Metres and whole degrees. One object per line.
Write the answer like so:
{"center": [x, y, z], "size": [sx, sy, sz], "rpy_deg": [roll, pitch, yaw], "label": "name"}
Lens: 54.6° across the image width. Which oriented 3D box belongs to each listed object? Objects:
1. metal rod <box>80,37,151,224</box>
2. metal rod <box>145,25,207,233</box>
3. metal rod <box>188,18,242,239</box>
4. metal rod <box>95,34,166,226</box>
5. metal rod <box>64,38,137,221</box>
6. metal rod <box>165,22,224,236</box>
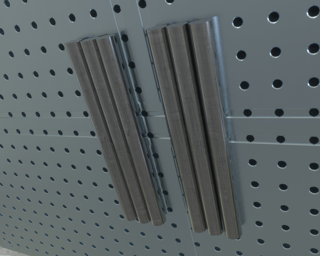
{"center": [-0.056, 0.020, 0.453], "size": [0.025, 0.025, 0.298], "rpy_deg": [1, 119, 28], "label": "metal rod"}
{"center": [0.028, 0.019, 0.408], "size": [0.025, 0.025, 0.298], "rpy_deg": [1, 119, 28], "label": "metal rod"}
{"center": [0.074, 0.021, 0.384], "size": [0.025, 0.025, 0.298], "rpy_deg": [1, 119, 28], "label": "metal rod"}
{"center": [-0.034, 0.020, 0.441], "size": [0.025, 0.025, 0.298], "rpy_deg": [1, 119, 28], "label": "metal rod"}
{"center": [-0.079, 0.019, 0.465], "size": [0.025, 0.025, 0.298], "rpy_deg": [1, 119, 28], "label": "metal rod"}
{"center": [0.050, 0.020, 0.397], "size": [0.025, 0.025, 0.298], "rpy_deg": [1, 119, 28], "label": "metal rod"}
